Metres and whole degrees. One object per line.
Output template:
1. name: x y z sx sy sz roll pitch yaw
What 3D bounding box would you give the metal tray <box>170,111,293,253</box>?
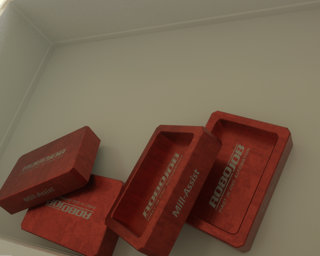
1. metal tray: 0.074 0.051 0.331 0.090 0.030 0.130 18 71 34

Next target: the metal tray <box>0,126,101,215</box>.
1. metal tray: -0.149 0.056 0.419 0.130 0.030 0.090 -23 32 18

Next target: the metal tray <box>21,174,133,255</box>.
1. metal tray: -0.106 0.103 0.393 0.130 0.030 0.090 6 65 30

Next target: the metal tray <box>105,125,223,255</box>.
1. metal tray: 0.001 0.059 0.327 0.090 0.030 0.130 3 60 59
